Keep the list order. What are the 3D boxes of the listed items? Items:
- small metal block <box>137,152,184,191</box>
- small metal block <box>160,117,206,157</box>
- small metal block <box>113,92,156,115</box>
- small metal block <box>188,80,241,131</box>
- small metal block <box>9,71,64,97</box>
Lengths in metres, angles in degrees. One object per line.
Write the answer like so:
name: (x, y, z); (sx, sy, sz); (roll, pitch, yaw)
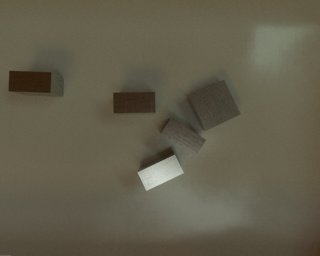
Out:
small metal block: (0.001, 0.054, 0.399); (0.050, 0.050, 0.025); (-25, 90, 0)
small metal block: (0.028, 0.011, 0.399); (0.050, 0.050, 0.025); (34, 90, -1)
small metal block: (-0.031, -0.031, 0.399); (0.050, 0.050, 0.025); (-1, 90, -1)
small metal block: (0.071, -0.030, 0.412); (0.050, 0.025, 0.050); (-26, 90, -1)
small metal block: (-0.156, -0.056, 0.397); (0.050, 0.050, 0.025); (2, 90, -1)
